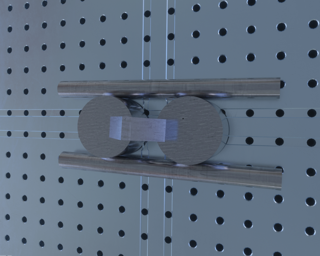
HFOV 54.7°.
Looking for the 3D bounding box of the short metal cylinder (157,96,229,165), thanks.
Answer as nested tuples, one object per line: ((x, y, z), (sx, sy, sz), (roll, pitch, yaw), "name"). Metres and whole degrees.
((0.041, 0.003, 0.381), (0.080, 0.050, 0.079), (0, 90, 20), "short metal cylinder")

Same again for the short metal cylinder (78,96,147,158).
((-0.062, -0.002, 0.418), (0.080, 0.050, 0.079), (0, 90, 20), "short metal cylinder")

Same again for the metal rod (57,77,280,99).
((-0.002, -0.052, 0.410), (0.301, 0.025, 0.025), (2, 91, 19), "metal rod")

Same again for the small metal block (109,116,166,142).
((-0.027, 0.001, 0.356), (0.050, 0.050, 0.025), (3, 91, -23), "small metal block")

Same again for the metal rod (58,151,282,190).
((-0.001, 0.053, 0.409), (0.301, 0.025, 0.025), (3, 91, 19), "metal rod")
